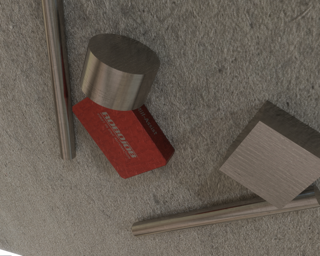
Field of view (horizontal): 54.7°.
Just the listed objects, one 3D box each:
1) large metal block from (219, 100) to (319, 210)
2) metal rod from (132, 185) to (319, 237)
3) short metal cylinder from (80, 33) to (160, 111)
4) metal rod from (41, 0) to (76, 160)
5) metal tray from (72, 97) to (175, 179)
[{"bbox_3d":[0.126,0.030,0.343,0.080,0.050,0.079,33,129,6],"label":"large metal block"},{"bbox_3d":[0.072,0.127,0.446,0.299,0.025,0.025,-23,106,36],"label":"metal rod"},{"bbox_3d":[-0.046,-0.065,0.354,0.080,0.080,0.050,31,128,7],"label":"short metal cylinder"},{"bbox_3d":[-0.139,-0.078,0.429,0.025,0.025,0.298,18,125,17],"label":"metal rod"},{"bbox_3d":[-0.051,0.003,0.431,0.090,0.030,0.130,-24,106,36],"label":"metal tray"}]
